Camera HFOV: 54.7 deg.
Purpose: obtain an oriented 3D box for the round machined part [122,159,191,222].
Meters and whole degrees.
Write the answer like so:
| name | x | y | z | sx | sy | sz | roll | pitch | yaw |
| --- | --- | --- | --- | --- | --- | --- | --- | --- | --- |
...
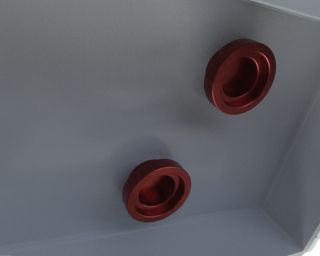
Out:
| name | x | y | z | sx | sy | sz | roll | pitch | yaw |
| --- | --- | --- | --- | --- | --- | --- | --- | --- | --- |
| round machined part | -0.008 | 0.084 | 0.445 | 0.099 | 0.042 | 0.097 | -14 | 124 | -21 |

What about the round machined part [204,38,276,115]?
| name | x | y | z | sx | sy | sz | roll | pitch | yaw |
| --- | --- | --- | --- | --- | --- | --- | --- | --- | --- |
| round machined part | 0.100 | -0.070 | 0.409 | 0.099 | 0.042 | 0.097 | -14 | 124 | -21 |
